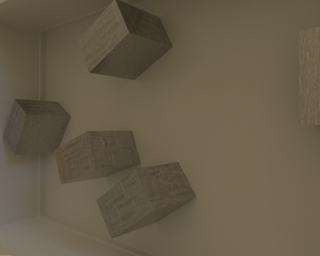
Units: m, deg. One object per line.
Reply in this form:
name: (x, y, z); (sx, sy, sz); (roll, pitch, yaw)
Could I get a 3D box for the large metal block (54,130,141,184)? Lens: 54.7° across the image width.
large metal block: (-0.089, 0.041, 0.442); (0.080, 0.081, 0.050); (-26, 74, 37)

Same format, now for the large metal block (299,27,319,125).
large metal block: (0.164, -0.042, 0.255); (0.080, 0.050, 0.079); (0, 90, 39)

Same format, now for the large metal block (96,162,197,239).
large metal block: (-0.017, 0.087, 0.383); (0.080, 0.081, 0.050); (-41, 65, 32)

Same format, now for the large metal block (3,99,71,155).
large metal block: (-0.217, -0.002, 0.547); (0.050, 0.081, 0.079); (41, 115, 32)

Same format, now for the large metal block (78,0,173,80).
large metal block: (-0.045, -0.110, 0.406); (0.080, 0.081, 0.050); (-34, 69, 34)
